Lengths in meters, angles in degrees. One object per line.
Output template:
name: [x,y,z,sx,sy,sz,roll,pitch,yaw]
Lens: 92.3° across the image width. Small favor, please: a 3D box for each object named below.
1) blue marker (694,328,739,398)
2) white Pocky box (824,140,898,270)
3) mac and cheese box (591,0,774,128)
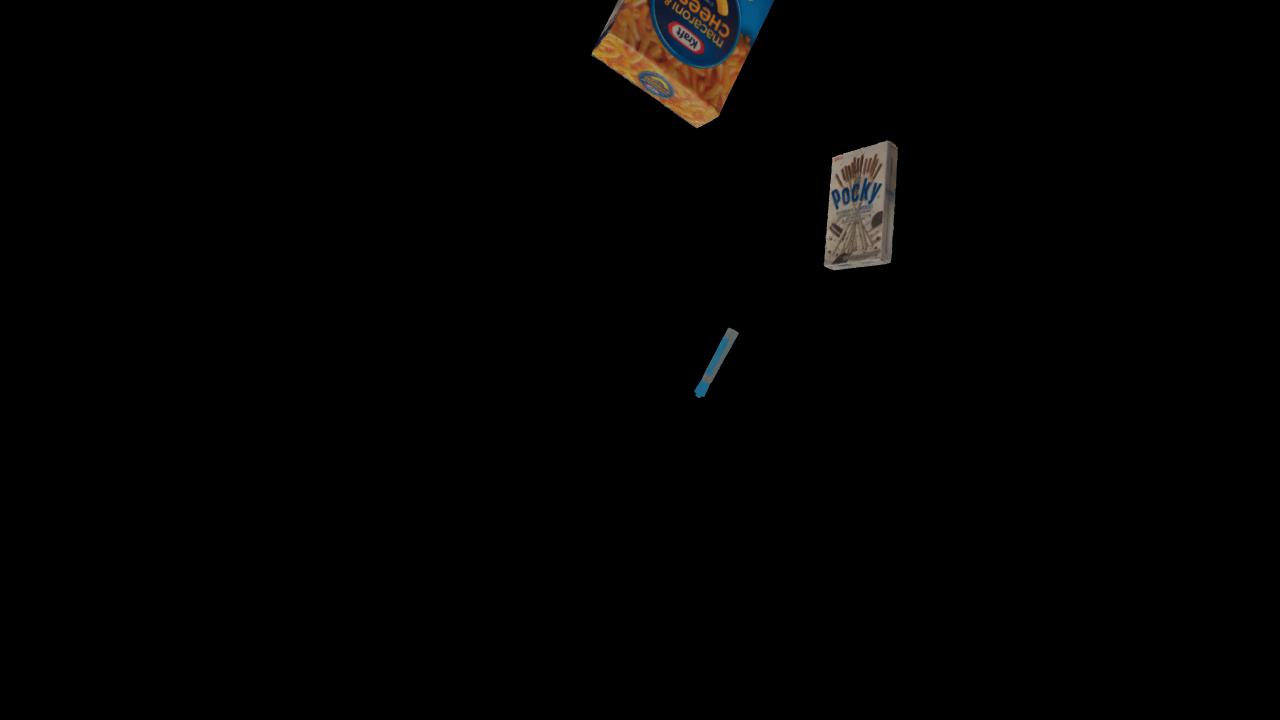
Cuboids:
blue marker: [0.118,0.006,0.964,0.020,0.121,0.020,25,14,-7]
white Pocky box: [0.286,-0.197,0.797,0.028,0.154,0.084,9,-6,-39]
mac and cheese box: [0.049,-0.266,0.418,0.093,0.184,0.041,27,-5,-23]
